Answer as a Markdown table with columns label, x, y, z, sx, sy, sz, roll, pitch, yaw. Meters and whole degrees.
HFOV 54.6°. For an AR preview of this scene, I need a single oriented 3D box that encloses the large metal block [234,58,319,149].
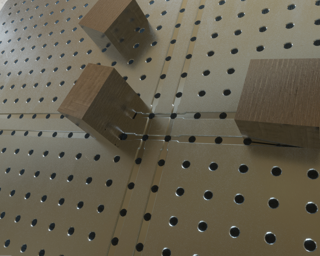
| label | x | y | z | sx | sy | sz | roll | pitch | yaw |
| --- | --- | --- | --- | --- | --- | --- | --- | --- | --- |
| large metal block | 0.136 | -0.028 | 0.339 | 0.080 | 0.050 | 0.080 | 7 | 65 | 31 |

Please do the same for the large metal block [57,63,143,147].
| label | x | y | z | sx | sy | sz | roll | pitch | yaw |
| --- | --- | --- | --- | --- | --- | --- | --- | --- | --- |
| large metal block | -0.081 | -0.032 | 0.436 | 0.050 | 0.080 | 0.080 | 17 | 71 | 35 |

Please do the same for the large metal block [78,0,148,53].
| label | x | y | z | sx | sy | sz | roll | pitch | yaw |
| --- | --- | --- | --- | --- | --- | --- | --- | --- | --- |
| large metal block | -0.084 | -0.190 | 0.555 | 0.080 | 0.050 | 0.080 | 30 | 78 | 38 |
